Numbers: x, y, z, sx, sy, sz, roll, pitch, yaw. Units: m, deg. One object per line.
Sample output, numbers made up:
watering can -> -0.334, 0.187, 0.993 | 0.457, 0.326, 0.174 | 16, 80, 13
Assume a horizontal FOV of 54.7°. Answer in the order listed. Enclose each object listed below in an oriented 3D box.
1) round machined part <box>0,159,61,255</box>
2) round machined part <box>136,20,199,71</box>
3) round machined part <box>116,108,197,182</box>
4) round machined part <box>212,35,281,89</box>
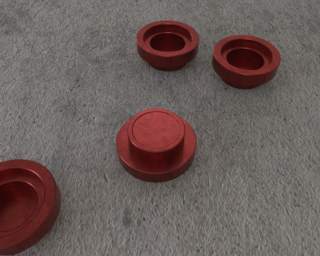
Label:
round machined part -> -0.152, 0.084, 0.320 | 0.099, 0.042, 0.098 | 0, 50, 0
round machined part -> 0.012, -0.129, 0.501 | 0.099, 0.042, 0.098 | 0, 50, 0
round machined part -> -0.004, 0.014, 0.380 | 0.099, 0.042, 0.098 | 0, 50, 0
round machined part -> 0.129, -0.097, 0.474 | 0.099, 0.042, 0.098 | 0, 50, 0
